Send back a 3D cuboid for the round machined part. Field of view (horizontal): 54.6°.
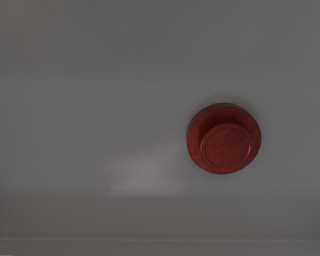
[{"bbox_3d":[0.085,0.019,0.410,0.099,0.042,0.097,0,110,0],"label":"round machined part"}]
